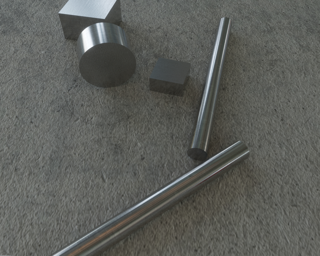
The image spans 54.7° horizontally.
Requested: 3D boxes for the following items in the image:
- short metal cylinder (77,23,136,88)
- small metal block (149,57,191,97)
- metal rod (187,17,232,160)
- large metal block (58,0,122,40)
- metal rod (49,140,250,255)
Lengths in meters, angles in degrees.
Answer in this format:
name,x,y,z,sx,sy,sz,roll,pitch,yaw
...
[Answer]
name,x,y,z,sx,sy,sz,roll,pitch,yaw
short metal cylinder,-0.079,-0.106,0.456,0.081,0.080,0.050,-10,51,-9
small metal block,0.016,-0.078,0.469,0.050,0.025,0.050,13,51,10
metal rod,0.082,-0.079,0.470,0.025,0.025,0.300,11,51,9
large metal block,-0.120,-0.197,0.551,0.080,0.050,0.080,10,51,7
metal rod,-0.023,0.092,0.325,0.302,0.025,0.025,-28,56,-22
